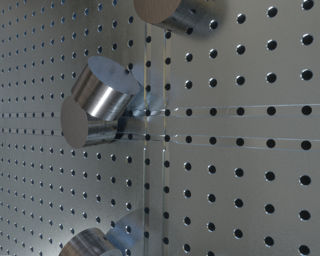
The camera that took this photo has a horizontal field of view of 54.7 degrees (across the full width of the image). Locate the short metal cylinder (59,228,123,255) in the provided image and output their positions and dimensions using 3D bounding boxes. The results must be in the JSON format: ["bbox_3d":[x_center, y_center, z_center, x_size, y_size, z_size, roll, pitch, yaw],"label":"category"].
[{"bbox_3d":[-0.102,0.196,0.455,0.050,0.081,0.079,31,109,35],"label":"short metal cylinder"}]

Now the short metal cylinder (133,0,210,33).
[{"bbox_3d":[0.014,-0.162,0.380,0.080,0.050,0.079,0,90,39],"label":"short metal cylinder"}]

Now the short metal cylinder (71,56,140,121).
[{"bbox_3d":[-0.076,-0.056,0.433,0.050,0.081,0.080,-51,61,27],"label":"short metal cylinder"}]

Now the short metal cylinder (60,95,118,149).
[{"bbox_3d":[-0.109,-0.011,0.473,0.080,0.050,0.079,9,103,45],"label":"short metal cylinder"}]
